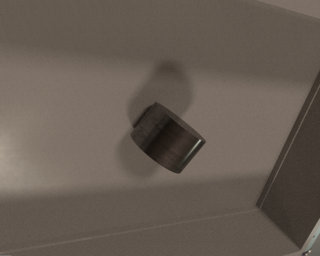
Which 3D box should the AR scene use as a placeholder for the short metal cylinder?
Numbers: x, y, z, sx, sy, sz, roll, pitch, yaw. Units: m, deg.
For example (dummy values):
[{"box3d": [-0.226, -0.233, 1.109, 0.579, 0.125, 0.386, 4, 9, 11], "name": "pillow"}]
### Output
[{"box3d": [0.010, 0.012, 0.388, 0.080, 0.080, 0.050, 32, 101, -39], "name": "short metal cylinder"}]
